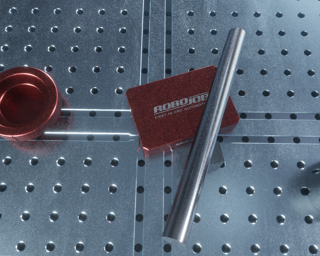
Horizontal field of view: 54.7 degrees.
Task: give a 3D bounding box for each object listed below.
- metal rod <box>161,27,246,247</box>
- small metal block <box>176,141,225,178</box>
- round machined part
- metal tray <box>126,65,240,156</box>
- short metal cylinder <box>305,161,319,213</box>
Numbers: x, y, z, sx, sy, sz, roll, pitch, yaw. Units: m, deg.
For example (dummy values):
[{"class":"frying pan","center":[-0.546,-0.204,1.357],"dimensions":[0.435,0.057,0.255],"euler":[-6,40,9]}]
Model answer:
[{"class":"metal rod","center":[0.062,-0.013,0.370],"dimensions":[0.025,0.025,0.300],"euler":[18,60,6]},{"class":"small metal block","center":[0.048,0.040,0.384],"dimensions":[0.050,0.050,0.025],"euler":[-10,71,-4]},{"class":"round machined part","center":[-0.179,-0.028,0.411],"dimensions":[0.099,0.042,0.098],"euler":[0,70,-1]},{"class":"metal tray","center":[0.029,-0.025,0.419],"dimensions":[0.131,0.030,0.090],"euler":[-17,71,-7]},{"class":"short metal cylinder","center":[0.227,0.070,0.376],"dimensions":[0.081,0.050,0.080],"euler":[0,70,0]}]
